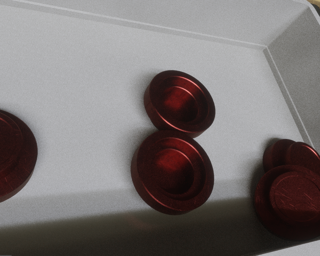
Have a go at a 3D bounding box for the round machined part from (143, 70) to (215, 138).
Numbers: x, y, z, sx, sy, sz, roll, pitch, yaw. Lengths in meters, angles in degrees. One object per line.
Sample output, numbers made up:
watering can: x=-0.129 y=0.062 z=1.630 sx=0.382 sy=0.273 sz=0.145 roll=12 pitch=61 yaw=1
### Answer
round machined part: x=0.023 y=-0.027 z=0.423 sx=0.099 sy=0.042 sz=0.098 roll=14 pitch=56 yaw=-21

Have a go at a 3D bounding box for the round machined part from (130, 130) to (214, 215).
round machined part: x=0.011 y=0.055 z=0.367 sx=0.099 sy=0.042 sz=0.098 roll=14 pitch=56 yaw=-21

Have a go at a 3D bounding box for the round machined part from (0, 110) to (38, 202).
round machined part: x=-0.168 y=0.021 z=0.291 sx=0.099 sy=0.042 sz=0.098 roll=14 pitch=56 yaw=-21

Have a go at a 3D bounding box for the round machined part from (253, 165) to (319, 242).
round machined part: x=0.174 y=0.094 z=0.400 sx=0.098 sy=0.042 sz=0.098 roll=-4 pitch=66 yaw=8

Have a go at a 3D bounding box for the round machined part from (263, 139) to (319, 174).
round machined part: x=0.210 y=0.060 z=0.471 sx=0.099 sy=0.042 sz=0.098 roll=14 pitch=56 yaw=-21
